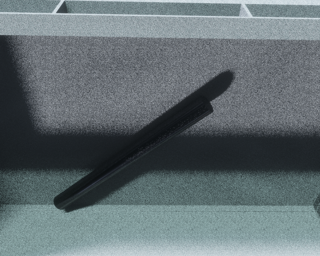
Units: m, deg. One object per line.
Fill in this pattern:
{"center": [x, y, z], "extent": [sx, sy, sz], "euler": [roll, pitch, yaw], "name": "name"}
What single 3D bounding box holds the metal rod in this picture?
{"center": [-0.053, 0.047, 0.447], "extent": [0.299, 0.025, 0.025], "euler": [-34, 123, 25], "name": "metal rod"}
